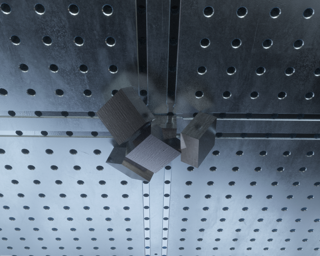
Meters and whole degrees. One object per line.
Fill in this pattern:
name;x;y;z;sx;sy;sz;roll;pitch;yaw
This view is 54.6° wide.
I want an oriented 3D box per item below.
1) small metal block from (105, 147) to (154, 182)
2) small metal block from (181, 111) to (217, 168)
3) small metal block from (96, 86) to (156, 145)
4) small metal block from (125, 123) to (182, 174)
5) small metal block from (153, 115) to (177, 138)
small metal block;-0.041;0.051;0.438;0.050;0.025;0.050;37;158;-27
small metal block;0.050;0.015;0.404;0.025;0.050;0.050;21;136;26
small metal block;-0.042;-0.015;0.382;0.050;0.025;0.050;-39;85;28
small metal block;-0.009;0.026;0.400;0.050;0.025;0.050;33;122;-26
small metal block;-0.004;0.010;0.420;0.050;0.025;0.050;1;133;-1
